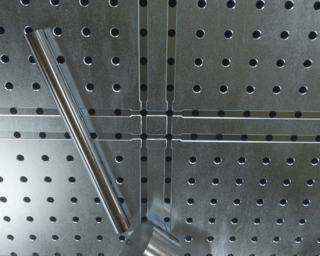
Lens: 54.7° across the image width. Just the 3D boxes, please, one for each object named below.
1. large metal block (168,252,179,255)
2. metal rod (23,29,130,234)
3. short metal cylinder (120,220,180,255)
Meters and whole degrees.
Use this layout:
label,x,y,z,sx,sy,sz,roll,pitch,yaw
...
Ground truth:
label,x,y,z,sx,sy,sz,roll,pitch,yaw
large metal block,0.036,0.259,0.496,0.080,0.050,0.080,24,108,-9
metal rod,-0.104,0.018,0.419,0.025,0.025,0.298,-17,109,6
short metal cylinder,-0.016,0.183,0.451,0.050,0.080,0.080,39,106,-13
